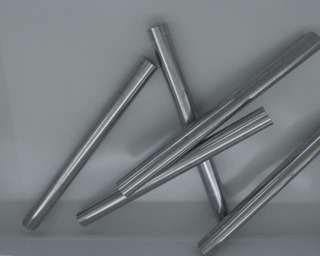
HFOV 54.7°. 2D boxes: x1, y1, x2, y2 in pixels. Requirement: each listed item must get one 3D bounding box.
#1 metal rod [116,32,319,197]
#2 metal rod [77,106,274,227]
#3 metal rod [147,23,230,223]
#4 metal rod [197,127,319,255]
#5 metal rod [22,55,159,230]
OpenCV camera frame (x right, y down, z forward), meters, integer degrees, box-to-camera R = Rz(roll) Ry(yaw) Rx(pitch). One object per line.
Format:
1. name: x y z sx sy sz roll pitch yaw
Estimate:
1. metal rod: 0.071 -0.014 0.384 0.300 0.025 0.025 -38 106 3
2. metal rod: 0.007 0.059 0.413 0.300 0.025 0.025 -32 108 18
3. metal rod: 0.047 0.011 0.415 0.025 0.025 0.298 -19 109 6
4. metal rod: 0.164 0.067 0.422 0.025 0.025 0.299 41 98 -14
5. metal rod: -0.102 0.030 0.421 0.025 0.025 0.299 35 106 -13
